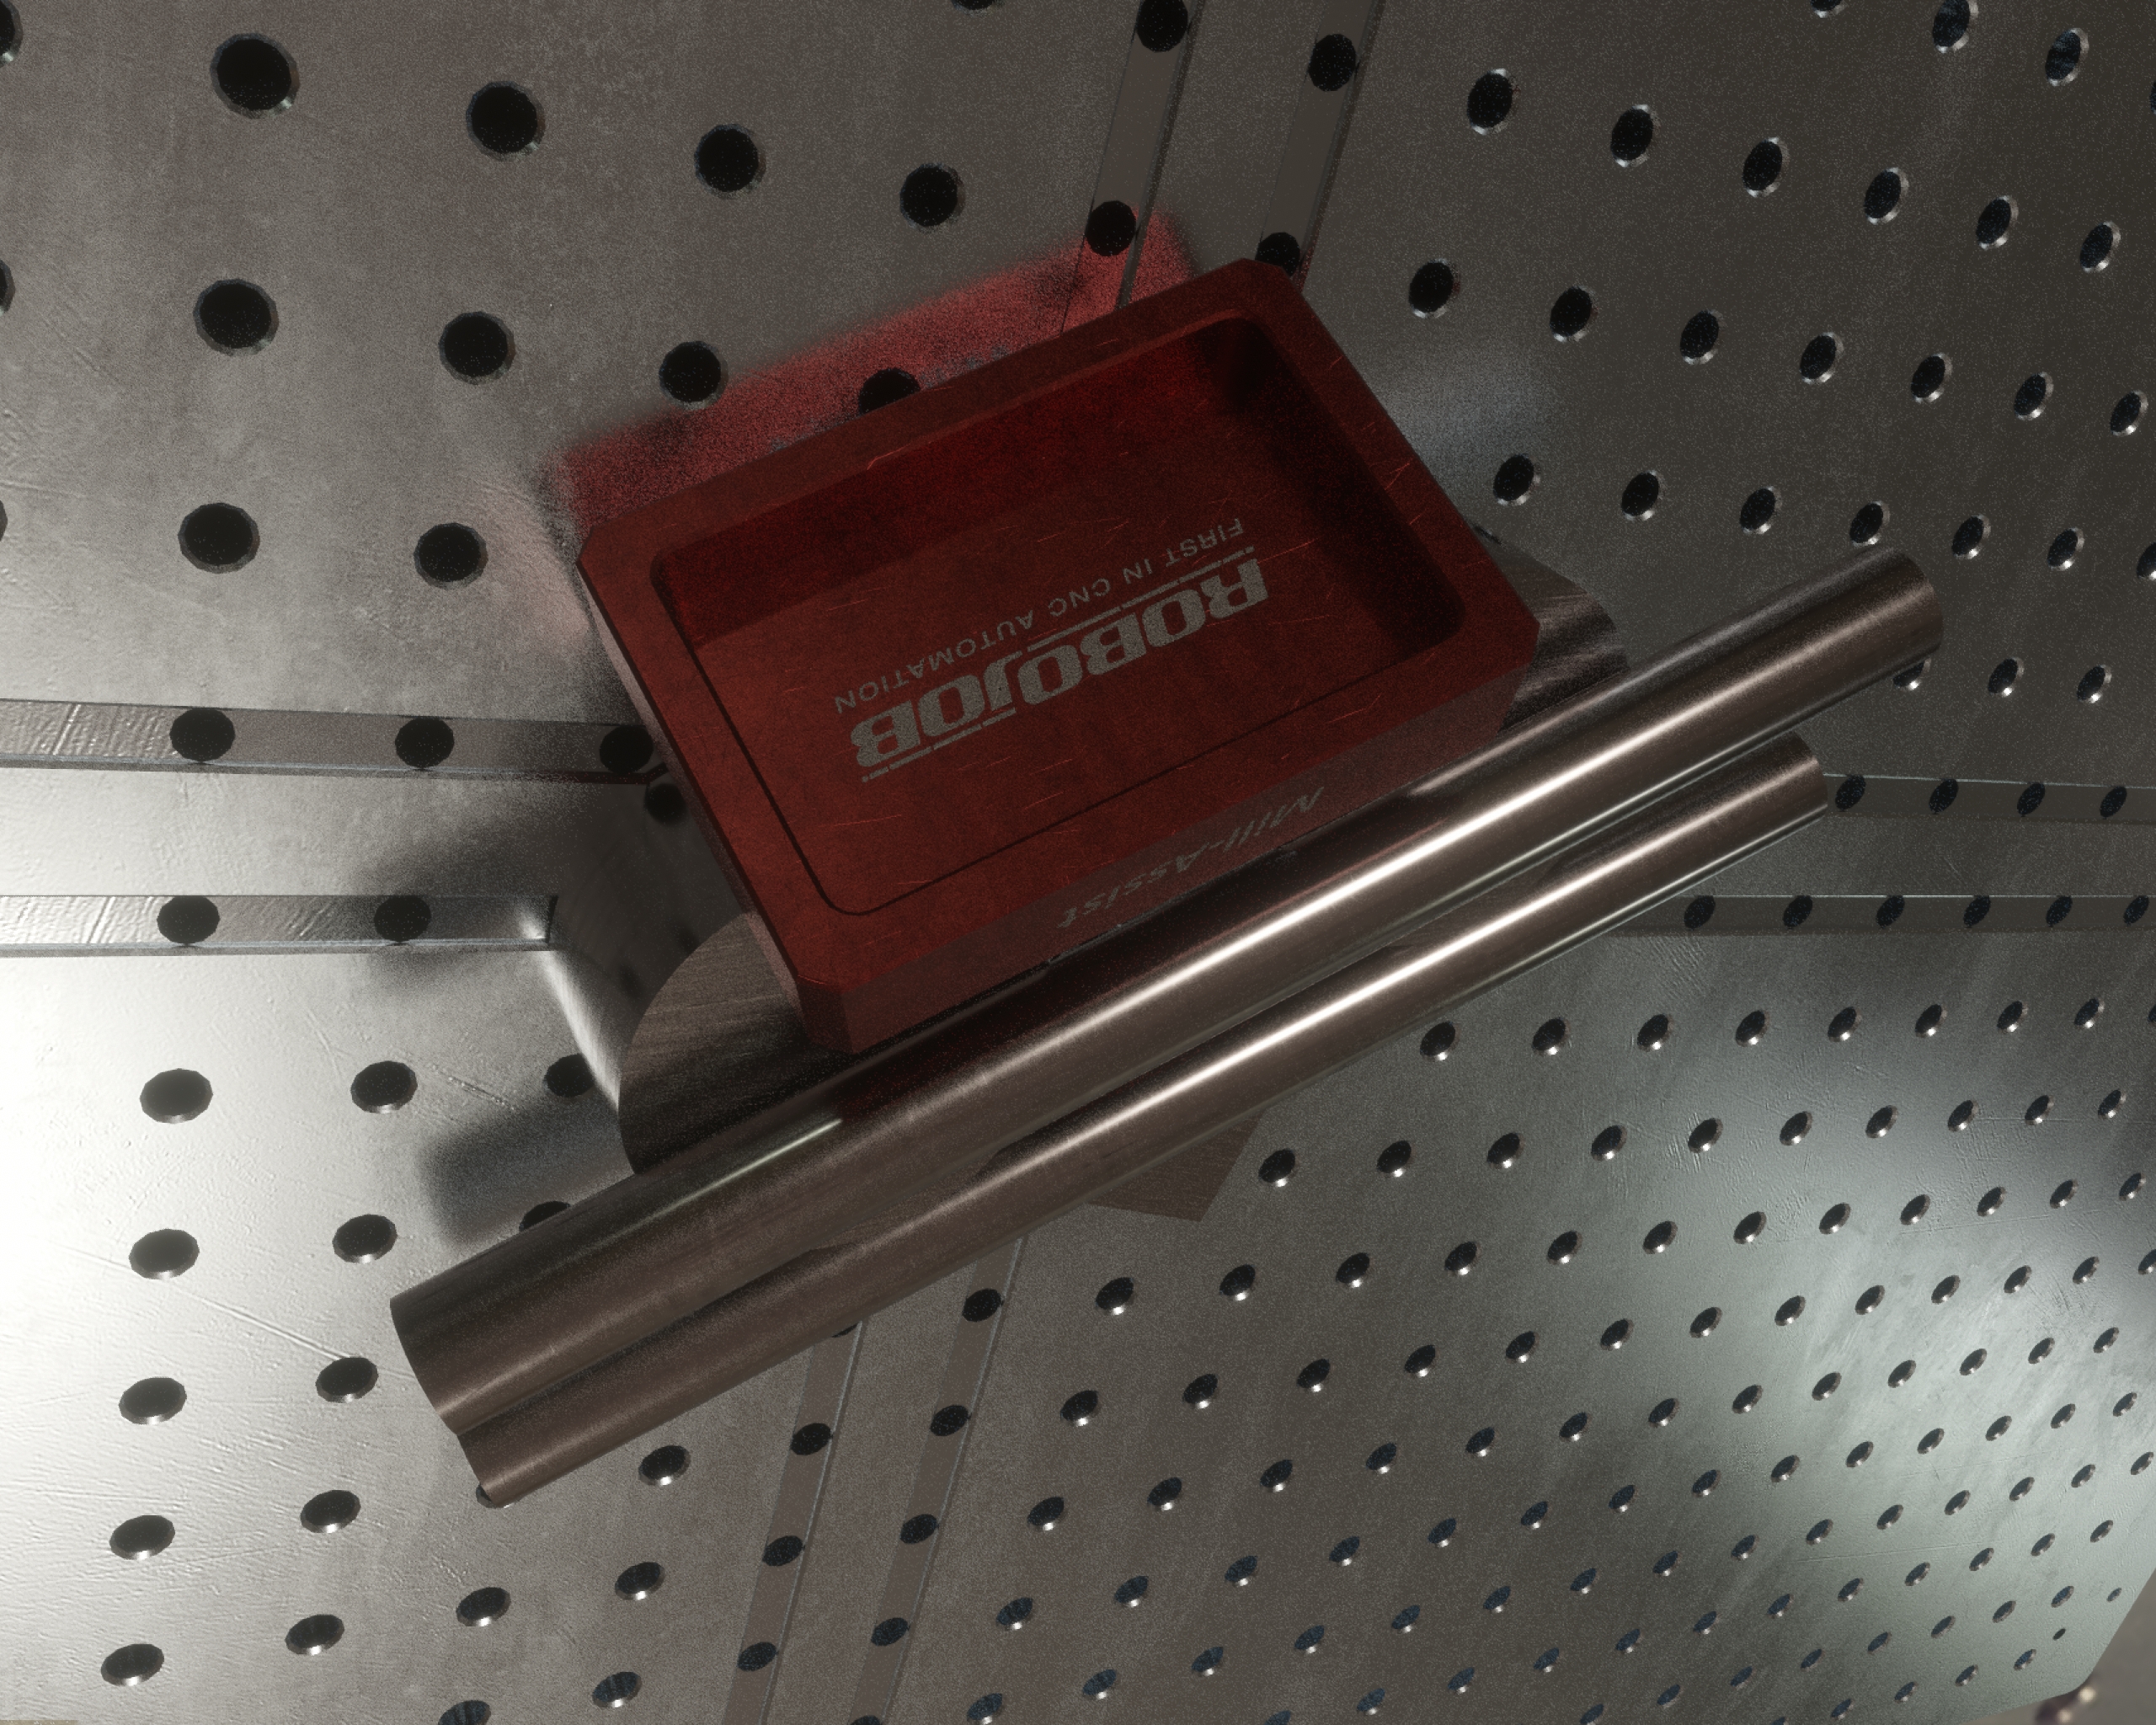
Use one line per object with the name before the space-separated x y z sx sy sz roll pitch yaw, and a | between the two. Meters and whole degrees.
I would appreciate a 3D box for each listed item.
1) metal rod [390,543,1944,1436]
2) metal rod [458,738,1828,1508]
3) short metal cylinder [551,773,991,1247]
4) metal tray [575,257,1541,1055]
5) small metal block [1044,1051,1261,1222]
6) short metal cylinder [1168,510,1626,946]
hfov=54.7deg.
metal rod | 0.026 0.016 0.371 0.302 0.025 0.025 -27 128 -12
metal rod | 0.021 0.044 0.418 0.302 0.025 0.025 -26 128 -13
short metal cylinder | -0.051 0.024 0.383 0.081 0.050 0.079 -14 125 -21
metal tray | -0.003 -0.037 0.344 0.131 0.090 0.030 -26 160 -13
small metal block | 0.013 0.047 0.448 0.050 0.025 0.050 16 110 -35
short metal cylinder | 0.060 -0.030 0.412 0.081 0.050 0.079 -14 125 -21
